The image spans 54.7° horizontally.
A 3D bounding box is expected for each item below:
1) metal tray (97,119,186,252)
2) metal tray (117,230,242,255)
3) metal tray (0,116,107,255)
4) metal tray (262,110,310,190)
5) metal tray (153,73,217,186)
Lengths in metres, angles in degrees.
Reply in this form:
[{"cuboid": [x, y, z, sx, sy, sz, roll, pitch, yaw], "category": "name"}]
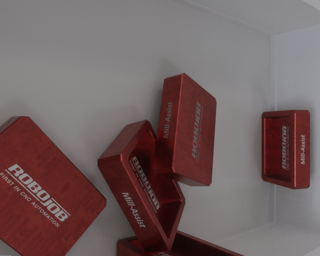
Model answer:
[{"cuboid": [-0.015, 0.067, 0.365, 0.129, 0.030, 0.090, 66, 26, -19], "category": "metal tray"}, {"cuboid": [0.021, 0.154, 0.356, 0.091, 0.130, 0.030, 2, 90, -40], "category": "metal tray"}, {"cuboid": [-0.124, 0.064, 0.300, 0.090, 0.030, 0.130, -50, 120, -28], "category": "metal tray"}, {"cuboid": [0.218, 0.035, 0.544, 0.030, 0.090, 0.129, 0, 90, -16], "category": "metal tray"}, {"cuboid": [0.037, 0.005, 0.410, 0.090, 0.030, 0.130, 29, 61, -46], "category": "metal tray"}]
